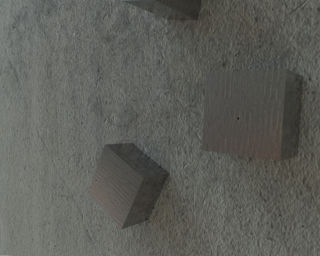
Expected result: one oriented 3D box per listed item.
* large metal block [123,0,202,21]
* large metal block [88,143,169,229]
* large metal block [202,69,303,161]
[{"bbox_3d":[0.010,-0.177,0.361,0.050,0.081,0.079,18,102,38],"label":"large metal block"},{"bbox_3d":[-0.045,0.076,0.426,0.080,0.050,0.079,35,112,34],"label":"large metal block"},{"bbox_3d":[0.092,-0.014,0.313,0.080,0.050,0.079,5,93,40],"label":"large metal block"}]
